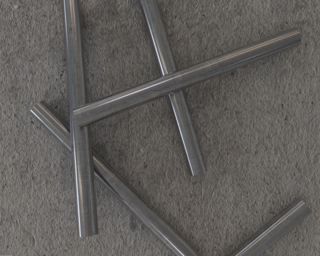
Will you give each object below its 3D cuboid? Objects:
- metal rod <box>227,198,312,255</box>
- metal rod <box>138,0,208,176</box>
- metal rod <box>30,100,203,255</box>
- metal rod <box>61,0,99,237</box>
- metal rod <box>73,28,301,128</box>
[{"bbox_3d":[0.076,0.198,0.410,0.300,0.025,0.025,-40,90,0],"label":"metal rod"},{"bbox_3d":[0.009,-0.084,0.409,0.025,0.025,0.298,-16,90,0],"label":"metal rod"},{"bbox_3d":[-0.055,0.078,0.409,0.300,0.025,0.025,45,90,0],"label":"metal rod"},{"bbox_3d":[-0.102,-0.020,0.390,0.025,0.025,0.298,-6,83,0],"label":"metal rod"},{"bbox_3d":[0.041,-0.066,0.387,0.302,0.025,0.025,-22,90,-9],"label":"metal rod"}]
